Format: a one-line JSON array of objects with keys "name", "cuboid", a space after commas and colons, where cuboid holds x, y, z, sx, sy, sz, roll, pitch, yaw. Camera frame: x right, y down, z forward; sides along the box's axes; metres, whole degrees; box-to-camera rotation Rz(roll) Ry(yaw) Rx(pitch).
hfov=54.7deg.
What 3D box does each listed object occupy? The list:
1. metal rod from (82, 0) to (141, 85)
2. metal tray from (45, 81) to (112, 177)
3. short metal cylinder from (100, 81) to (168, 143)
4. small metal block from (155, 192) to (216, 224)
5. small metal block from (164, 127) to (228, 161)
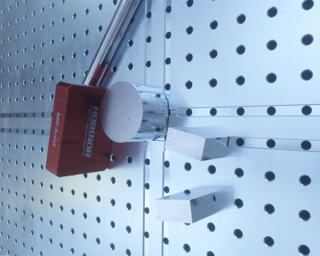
[{"name": "metal rod", "cuboid": [-0.089, -0.108, 0.479, 0.025, 0.025, 0.298, 47, 117, 29]}, {"name": "metal tray", "cuboid": [-0.112, 0.002, 0.456, 0.030, 0.091, 0.129, 17, 101, 38]}, {"name": "short metal cylinder", "cuboid": [-0.036, -0.021, 0.421, 0.080, 0.050, 0.079, 0, 90, 39]}, {"name": "small metal block", "cuboid": [0.030, 0.093, 0.367, 0.050, 0.050, 0.025, -10, 84, 39]}, {"name": "small metal block", "cuboid": [0.042, 0.017, 0.357, 0.050, 0.050, 0.025, 17, 101, 38]}]
